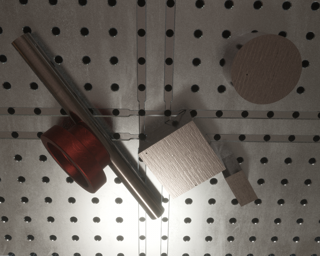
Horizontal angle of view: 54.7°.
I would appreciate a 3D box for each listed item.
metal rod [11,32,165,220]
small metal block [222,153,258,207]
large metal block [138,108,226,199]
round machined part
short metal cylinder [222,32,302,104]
[{"bbox_3d":[-0.085,0.010,0.415,0.025,0.025,0.299,-32,108,10],"label":"metal rod"},{"bbox_3d":[0.107,0.071,0.428,0.025,0.050,0.050,-29,108,10],"label":"small metal block"},{"bbox_3d":[0.028,0.034,0.413,0.080,0.050,0.080,-33,107,11],"label":"large metal block"},{"bbox_3d":[-0.102,0.034,0.396,0.042,0.098,0.098,-44,109,-26],"label":"round machined part"},{"bbox_3d":[0.121,-0.074,0.375,0.081,0.050,0.079,0,110,-1],"label":"short metal cylinder"}]
